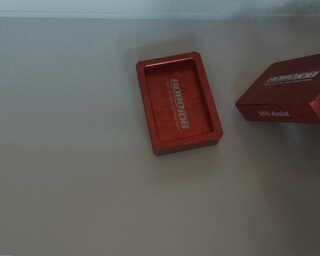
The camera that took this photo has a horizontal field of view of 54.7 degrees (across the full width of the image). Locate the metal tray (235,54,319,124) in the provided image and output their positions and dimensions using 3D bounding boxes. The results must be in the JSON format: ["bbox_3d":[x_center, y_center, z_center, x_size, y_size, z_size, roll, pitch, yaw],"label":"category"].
[{"bbox_3d":[0.163,-0.048,0.374,0.090,0.130,0.030,-45,108,-14],"label":"metal tray"}]

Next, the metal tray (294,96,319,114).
[{"bbox_3d":[0.230,-0.030,0.373,0.091,0.130,0.030,-1,112,-1],"label":"metal tray"}]

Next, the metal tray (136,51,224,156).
[{"bbox_3d":[0.023,-0.035,0.419,0.091,0.030,0.130,-11,70,-4],"label":"metal tray"}]
